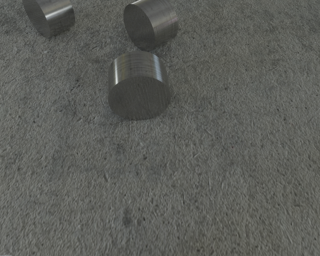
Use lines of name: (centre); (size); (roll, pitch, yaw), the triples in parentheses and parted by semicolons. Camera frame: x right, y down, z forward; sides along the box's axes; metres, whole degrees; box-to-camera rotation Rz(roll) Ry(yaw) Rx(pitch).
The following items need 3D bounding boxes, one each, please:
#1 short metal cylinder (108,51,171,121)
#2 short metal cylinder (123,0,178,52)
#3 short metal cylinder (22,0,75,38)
short metal cylinder: (-0.028, -0.055, 0.413); (0.081, 0.080, 0.050); (-5, 50, -4)
short metal cylinder: (-0.016, -0.174, 0.513); (0.050, 0.080, 0.080); (-35, 58, -25)
short metal cylinder: (-0.193, -0.204, 0.538); (0.050, 0.080, 0.080); (-37, 59, -27)
